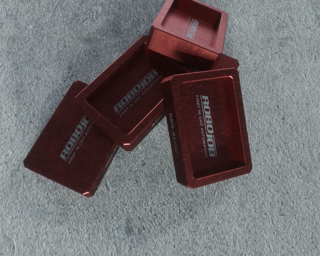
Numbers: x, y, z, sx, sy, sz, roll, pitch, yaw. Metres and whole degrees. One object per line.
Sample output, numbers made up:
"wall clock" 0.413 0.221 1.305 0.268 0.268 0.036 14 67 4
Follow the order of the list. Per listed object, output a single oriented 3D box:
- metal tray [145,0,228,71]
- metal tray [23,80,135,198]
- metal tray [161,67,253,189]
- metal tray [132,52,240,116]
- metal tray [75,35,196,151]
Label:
"metal tray" 0.041 -0.135 0.420 0.090 0.030 0.130 22 44 -3
"metal tray" -0.099 0.012 0.400 0.090 0.030 0.130 23 71 8
"metal tray" 0.057 -0.002 0.372 0.091 0.030 0.129 -11 94 -21
"metal tray" 0.033 -0.077 0.435 0.130 0.030 0.090 26 72 8
"metal tray" -0.028 -0.046 0.391 0.090 0.030 0.130 40 74 13
